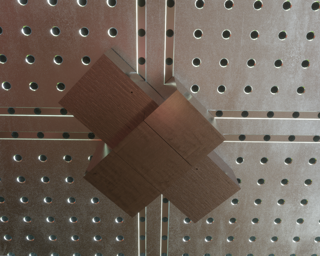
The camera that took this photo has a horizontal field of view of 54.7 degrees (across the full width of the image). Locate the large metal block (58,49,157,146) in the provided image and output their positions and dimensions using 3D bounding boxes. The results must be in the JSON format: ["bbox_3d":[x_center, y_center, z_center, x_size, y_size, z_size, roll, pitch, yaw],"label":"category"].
[{"bbox_3d":[-0.061,-0.038,0.382,0.080,0.050,0.080,-43,105,15],"label":"large metal block"}]

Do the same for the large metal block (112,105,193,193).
[{"bbox_3d":[-0.008,0.021,0.392,0.050,0.080,0.080,-42,105,14],"label":"large metal block"}]

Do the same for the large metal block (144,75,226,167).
[{"bbox_3d":[0.028,-0.012,0.381,0.050,0.080,0.080,-42,105,14],"label":"large metal block"}]

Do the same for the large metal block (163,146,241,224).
[{"bbox_3d":[0.049,0.069,0.426,0.080,0.050,0.080,-42,105,14],"label":"large metal block"}]

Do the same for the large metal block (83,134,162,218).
[{"bbox_3d":[-0.044,0.054,0.404,0.050,0.080,0.080,-42,105,14],"label":"large metal block"}]
